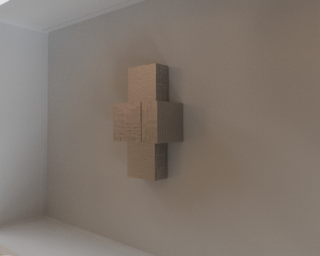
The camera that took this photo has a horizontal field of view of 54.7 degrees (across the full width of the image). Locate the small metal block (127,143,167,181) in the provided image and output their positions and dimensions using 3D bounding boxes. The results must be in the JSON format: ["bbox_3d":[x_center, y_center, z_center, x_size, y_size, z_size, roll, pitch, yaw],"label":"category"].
[{"bbox_3d":[-0.018,0.043,0.419,0.050,0.025,0.050,0,90,40],"label":"small metal block"}]

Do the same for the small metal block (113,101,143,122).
[{"bbox_3d":[-0.026,-0.020,0.410,0.050,0.050,0.025,0,90,40],"label":"small metal block"}]

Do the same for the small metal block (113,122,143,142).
[{"bbox_3d":[-0.026,0.005,0.410,0.050,0.050,0.025,0,90,40],"label":"small metal block"}]

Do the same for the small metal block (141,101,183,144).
[{"bbox_3d":[0.003,-0.007,0.386,0.025,0.050,0.050,0,90,40],"label":"small metal block"}]

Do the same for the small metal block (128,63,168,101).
[{"bbox_3d":[-0.016,-0.058,0.418,0.050,0.025,0.050,0,90,40],"label":"small metal block"}]
